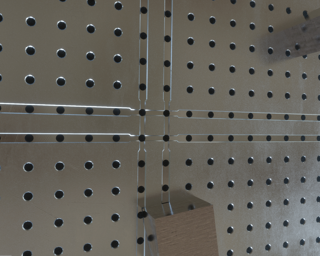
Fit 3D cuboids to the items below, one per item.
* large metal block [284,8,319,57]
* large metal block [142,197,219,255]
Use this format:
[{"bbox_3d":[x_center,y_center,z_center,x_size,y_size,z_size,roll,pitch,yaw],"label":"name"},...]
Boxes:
[{"bbox_3d":[0.259,-0.159,0.481,0.080,0.080,0.050,-34,101,-17],"label":"large metal block"},{"bbox_3d":[0.027,0.143,0.411,0.081,0.050,0.079,-8,93,-20],"label":"large metal block"}]
